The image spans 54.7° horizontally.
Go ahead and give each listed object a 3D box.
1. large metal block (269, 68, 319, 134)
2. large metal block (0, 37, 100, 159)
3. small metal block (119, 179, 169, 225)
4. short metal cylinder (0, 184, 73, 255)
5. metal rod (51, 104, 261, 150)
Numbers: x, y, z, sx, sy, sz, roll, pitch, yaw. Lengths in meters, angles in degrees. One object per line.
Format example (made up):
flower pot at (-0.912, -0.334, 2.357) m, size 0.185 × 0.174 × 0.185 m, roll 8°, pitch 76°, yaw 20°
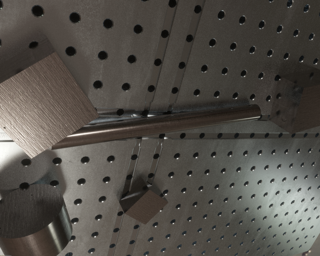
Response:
large metal block at (0.231, -0.044, 0.497) m, size 0.081 × 0.050 × 0.079 m, roll -14°, pitch 124°, yaw -21°
large metal block at (-0.121, -0.030, 0.311) m, size 0.080 × 0.050 × 0.080 m, roll -33°, pitch 129°, yaw -7°
small metal block at (-0.024, 0.113, 0.470) m, size 0.050 × 0.025 × 0.050 m, roll -45°, pitch 130°, yaw 2°
short metal cylinder at (-0.149, 0.112, 0.364) m, size 0.081 × 0.080 × 0.050 m, roll -17°, pitch 125°, yaw -19°
metal rod at (0.011, -0.006, 0.415) m, size 0.303 × 0.025 × 0.025 m, roll -8°, pitch 122°, yaw -25°
